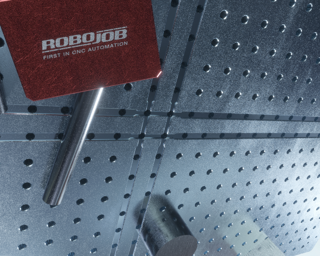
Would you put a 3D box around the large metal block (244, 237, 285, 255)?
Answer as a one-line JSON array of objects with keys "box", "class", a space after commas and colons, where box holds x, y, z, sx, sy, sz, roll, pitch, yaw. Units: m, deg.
[{"box": [0.247, 0.313, 0.705, 0.080, 0.080, 0.050, -36, 129, -4], "class": "large metal block"}]

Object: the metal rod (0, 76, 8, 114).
[{"box": [-0.161, -0.145, 0.233, 0.025, 0.025, 0.298, -12, 124, -22], "class": "metal rod"}]

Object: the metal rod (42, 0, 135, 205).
[{"box": [-0.078, -0.039, 0.344, 0.025, 0.025, 0.298, 12, 113, -33], "class": "metal rod"}]

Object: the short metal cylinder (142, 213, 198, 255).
[{"box": [0.016, 0.192, 0.523, 0.081, 0.050, 0.079, -14, 124, -21], "class": "short metal cylinder"}]

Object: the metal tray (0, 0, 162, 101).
[{"box": [-0.070, -0.083, 0.293, 0.131, 0.030, 0.089, -12, 117, -7], "class": "metal tray"}]
